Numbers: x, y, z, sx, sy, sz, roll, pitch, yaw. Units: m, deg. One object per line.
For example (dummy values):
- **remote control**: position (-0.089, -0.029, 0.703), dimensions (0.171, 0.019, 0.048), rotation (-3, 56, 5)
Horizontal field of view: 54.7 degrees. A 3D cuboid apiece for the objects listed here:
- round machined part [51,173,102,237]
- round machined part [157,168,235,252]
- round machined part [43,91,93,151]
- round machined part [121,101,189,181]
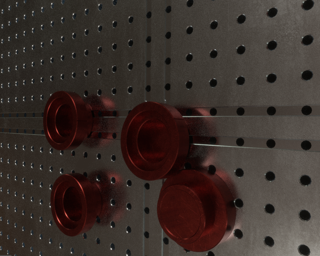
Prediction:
- **round machined part**: position (-0.133, 0.122, 0.505), dimensions (0.098, 0.042, 0.097), rotation (0, 90, 39)
- **round machined part**: position (0.035, 0.098, 0.368), dimensions (0.098, 0.042, 0.097), rotation (0, 90, 39)
- **round machined part**: position (-0.150, -0.012, 0.519), dimensions (0.098, 0.042, 0.097), rotation (0, 90, 39)
- **round machined part**: position (-0.002, 0.016, 0.396), dimensions (0.098, 0.042, 0.097), rotation (-2, 86, 41)
